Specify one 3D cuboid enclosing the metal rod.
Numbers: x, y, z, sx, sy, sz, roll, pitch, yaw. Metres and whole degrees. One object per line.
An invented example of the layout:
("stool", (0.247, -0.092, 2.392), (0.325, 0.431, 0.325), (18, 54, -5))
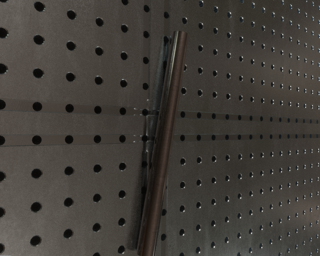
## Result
("metal rod", (0.005, 0.015, 0.415), (0.025, 0.025, 0.298), (15, 80, -39))
